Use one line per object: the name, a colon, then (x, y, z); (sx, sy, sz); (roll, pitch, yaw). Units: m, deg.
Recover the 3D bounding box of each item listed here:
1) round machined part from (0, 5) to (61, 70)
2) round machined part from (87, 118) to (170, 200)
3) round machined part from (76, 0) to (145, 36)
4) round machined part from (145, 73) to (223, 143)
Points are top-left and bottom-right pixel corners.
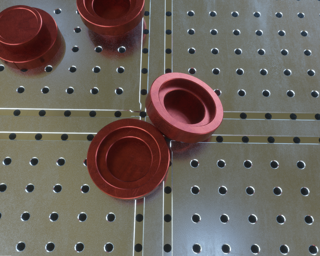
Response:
round machined part: (-0.199, -0.138, 0.451); (0.099, 0.042, 0.098); (0, 70, -1)
round machined part: (-0.037, 0.041, 0.386); (0.099, 0.042, 0.098); (0, 72, 2)
round machined part: (-0.072, -0.180, 0.468); (0.099, 0.042, 0.098); (0, 70, -1)
round machined part: (0.028, -0.022, 0.398); (0.099, 0.042, 0.098); (12, 52, -15)
